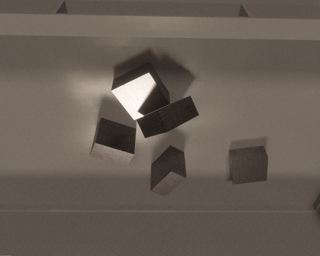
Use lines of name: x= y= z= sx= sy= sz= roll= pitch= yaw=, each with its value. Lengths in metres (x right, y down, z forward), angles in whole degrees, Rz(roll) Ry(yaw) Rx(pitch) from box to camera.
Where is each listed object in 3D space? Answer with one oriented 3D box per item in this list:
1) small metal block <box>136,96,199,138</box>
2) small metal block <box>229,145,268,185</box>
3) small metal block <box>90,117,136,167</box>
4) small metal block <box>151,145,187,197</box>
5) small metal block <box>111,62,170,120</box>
small metal block: x=0.009 y=-0.013 z=0.367 sx=0.050 sy=0.050 sz=0.025 roll=-17 pitch=99 yaw=56
small metal block: x=0.130 y=0.055 z=0.458 sx=0.050 sy=0.025 sz=0.050 roll=-8 pitch=130 yaw=6
small metal block: x=-0.060 y=0.018 z=0.407 sx=0.050 sy=0.050 sz=0.025 roll=18 pitch=128 yaw=-16
small metal block: x=0.011 y=0.062 z=0.446 sx=0.025 sy=0.050 sz=0.050 roll=28 pitch=125 yaw=-22
small metal block: x=-0.022 y=-0.043 z=0.372 sx=0.050 sy=0.025 sz=0.050 roll=-23 pitch=127 yaw=18
